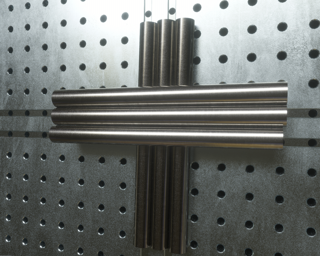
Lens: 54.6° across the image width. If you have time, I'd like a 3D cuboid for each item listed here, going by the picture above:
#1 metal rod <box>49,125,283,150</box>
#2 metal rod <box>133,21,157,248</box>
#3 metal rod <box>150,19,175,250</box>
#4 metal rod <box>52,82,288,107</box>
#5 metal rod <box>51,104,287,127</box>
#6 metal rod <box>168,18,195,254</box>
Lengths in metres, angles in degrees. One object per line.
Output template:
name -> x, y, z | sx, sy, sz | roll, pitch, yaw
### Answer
metal rod -> -0.007, 0.010, 0.389 | 0.301, 0.025, 0.025 | 1, 90, 20
metal rod -> -0.019, 0.009, 0.420 | 0.025, 0.025, 0.298 | 2, 91, 20
metal rod -> 0.004, 0.009, 0.412 | 0.025, 0.025, 0.298 | 2, 91, 20
metal rod -> -0.003, -0.040, 0.387 | 0.301, 0.025, 0.025 | 1, 90, 20
metal rod -> -0.004, -0.015, 0.388 | 0.301, 0.025, 0.025 | 1, 90, 20
metal rod -> 0.028, 0.010, 0.403 | 0.025, 0.025, 0.298 | 2, 91, 20
